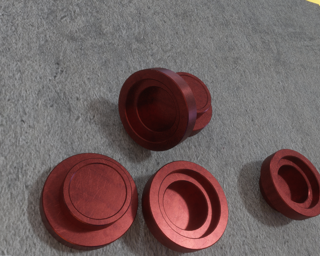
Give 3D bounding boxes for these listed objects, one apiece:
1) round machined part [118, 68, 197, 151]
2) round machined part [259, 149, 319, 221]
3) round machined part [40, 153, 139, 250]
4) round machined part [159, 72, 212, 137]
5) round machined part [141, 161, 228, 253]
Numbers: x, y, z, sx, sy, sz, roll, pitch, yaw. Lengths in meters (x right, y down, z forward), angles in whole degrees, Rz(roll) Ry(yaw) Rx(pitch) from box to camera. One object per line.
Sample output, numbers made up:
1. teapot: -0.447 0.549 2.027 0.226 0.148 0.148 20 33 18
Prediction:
1. round machined part: 0.001 -0.024 0.375 0.098 0.098 0.042 53 35 9
2. round machined part: 0.182 0.082 0.440 0.099 0.042 0.098 14 56 -21
3. round machined part: -0.067 0.069 0.314 0.099 0.042 0.098 14 56 -21
4. round machined part: 0.032 -0.039 0.434 0.099 0.042 0.098 14 56 -21
5. round machined part: 0.024 0.090 0.351 0.099 0.042 0.098 14 56 -21
